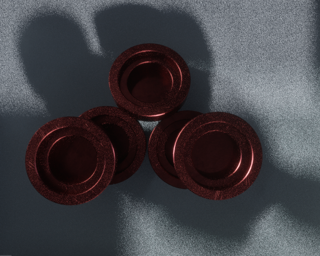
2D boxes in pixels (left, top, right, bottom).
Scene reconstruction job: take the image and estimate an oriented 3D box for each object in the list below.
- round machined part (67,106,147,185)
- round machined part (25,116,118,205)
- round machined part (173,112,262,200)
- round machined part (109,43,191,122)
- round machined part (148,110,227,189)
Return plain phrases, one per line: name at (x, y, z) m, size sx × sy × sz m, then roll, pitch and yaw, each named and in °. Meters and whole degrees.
round machined part at (-0.066, 0.022, 0.401) m, size 0.099 × 0.042 × 0.097 m, roll 0°, pitch 90°, yaw 0°
round machined part at (-0.098, 0.036, 0.359) m, size 0.099 × 0.042 × 0.097 m, roll 0°, pitch 90°, yaw 0°
round machined part at (0.064, 0.031, 0.360) m, size 0.099 × 0.042 × 0.097 m, roll 0°, pitch 90°, yaw 0°
round machined part at (-0.013, -0.053, 0.391) m, size 0.099 × 0.042 × 0.098 m, roll 1°, pitch 72°, yaw -1°
round machined part at (0.034, 0.027, 0.402) m, size 0.099 × 0.042 × 0.097 m, roll 0°, pitch 90°, yaw 0°
